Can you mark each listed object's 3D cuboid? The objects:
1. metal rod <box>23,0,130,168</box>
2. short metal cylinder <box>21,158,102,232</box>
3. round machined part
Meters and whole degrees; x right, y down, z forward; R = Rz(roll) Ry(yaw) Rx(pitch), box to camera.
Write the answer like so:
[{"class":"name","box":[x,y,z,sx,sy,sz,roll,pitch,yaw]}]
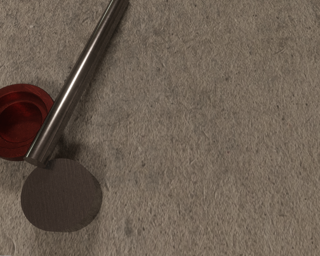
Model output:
[{"class":"metal rod","box":[-0.097,-0.087,0.412,0.025,0.025,0.300,15,61,5]},{"class":"short metal cylinder","box":[-0.112,0.081,0.364,0.081,0.050,0.080,0,70,0]},{"class":"round machined part","box":[-0.176,-0.004,0.398,0.099,0.042,0.098,0,70,-1]}]
